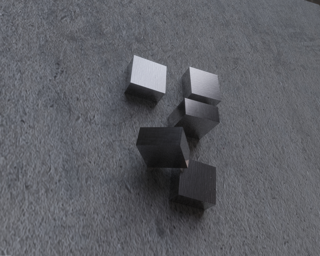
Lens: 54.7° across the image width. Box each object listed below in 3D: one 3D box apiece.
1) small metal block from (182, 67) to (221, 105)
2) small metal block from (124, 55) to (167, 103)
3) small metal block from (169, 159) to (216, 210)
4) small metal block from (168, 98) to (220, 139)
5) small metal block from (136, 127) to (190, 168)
[{"bbox_3d":[0.063,-0.061,0.474,0.050,0.025,0.050,12,57,-22],"label":"small metal block"},{"bbox_3d":[-0.020,-0.068,0.435,0.050,0.025,0.050,16,55,-19],"label":"small metal block"},{"bbox_3d":[0.041,0.069,0.384,0.050,0.025,0.050,19,54,-17],"label":"small metal block"},{"bbox_3d":[0.044,-0.011,0.418,0.050,0.050,0.025,13,57,-21],"label":"small metal block"},{"bbox_3d":[0.005,0.024,0.363,0.050,0.050,0.025,-1,54,16],"label":"small metal block"}]
